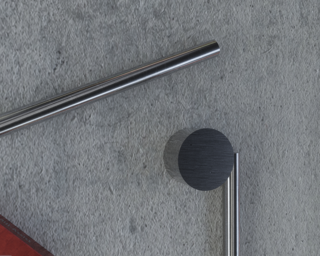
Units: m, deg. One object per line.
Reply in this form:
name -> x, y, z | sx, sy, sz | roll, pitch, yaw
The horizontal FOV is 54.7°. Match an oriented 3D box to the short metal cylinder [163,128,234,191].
short metal cylinder -> 0.051, 0.040, 0.416 | 0.081, 0.050, 0.079 | 0, 90, -21

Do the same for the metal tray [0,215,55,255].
metal tray -> -0.193, 0.146, 0.335 | 0.130, 0.030, 0.090 | 46, 76, -15

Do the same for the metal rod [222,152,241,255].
metal rod -> 0.104, 0.185, 0.449 | 0.025, 0.025, 0.298 | 0, 90, -20

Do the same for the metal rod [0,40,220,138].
metal rod -> -0.054, -0.056, 0.389 | 0.302, 0.025, 0.025 | -24, 98, -19
